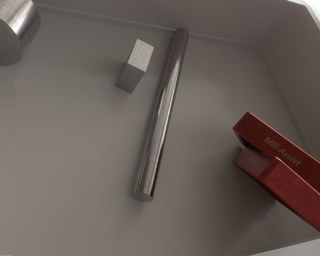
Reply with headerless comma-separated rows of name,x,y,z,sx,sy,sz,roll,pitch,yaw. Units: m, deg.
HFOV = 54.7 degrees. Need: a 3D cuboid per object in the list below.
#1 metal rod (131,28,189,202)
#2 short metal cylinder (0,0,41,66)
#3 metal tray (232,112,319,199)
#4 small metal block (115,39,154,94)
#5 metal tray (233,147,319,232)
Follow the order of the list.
metal rod,0.009,-0.040,0.436,0.025,0.025,0.300,24,53,-14
short metal cylinder,-0.182,-0.116,0.343,0.080,0.080,0.050,22,53,-15
metal tray,0.161,0.039,0.406,0.130,0.090,0.030,42,92,27
small metal block,-0.035,-0.084,0.423,0.025,0.050,0.050,25,53,-14
metal tray,0.147,0.069,0.385,0.090,0.130,0.030,41,92,0
